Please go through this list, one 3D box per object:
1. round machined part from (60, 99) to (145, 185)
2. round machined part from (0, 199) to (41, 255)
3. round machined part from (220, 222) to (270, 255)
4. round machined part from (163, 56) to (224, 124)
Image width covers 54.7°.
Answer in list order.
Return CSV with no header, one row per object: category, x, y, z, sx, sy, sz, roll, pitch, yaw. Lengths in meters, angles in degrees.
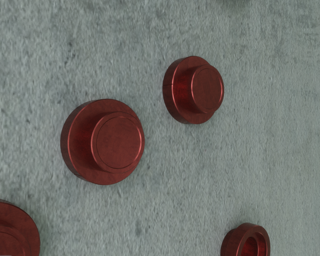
round machined part,-0.056,0.016,0.348,0.099,0.042,0.097,0,90,-40
round machined part,-0.153,0.113,0.267,0.099,0.042,0.097,0,90,-40
round machined part,0.138,0.206,0.513,0.099,0.042,0.097,0,90,-40
round machined part,0.054,-0.054,0.441,0.099,0.042,0.097,0,90,-40
